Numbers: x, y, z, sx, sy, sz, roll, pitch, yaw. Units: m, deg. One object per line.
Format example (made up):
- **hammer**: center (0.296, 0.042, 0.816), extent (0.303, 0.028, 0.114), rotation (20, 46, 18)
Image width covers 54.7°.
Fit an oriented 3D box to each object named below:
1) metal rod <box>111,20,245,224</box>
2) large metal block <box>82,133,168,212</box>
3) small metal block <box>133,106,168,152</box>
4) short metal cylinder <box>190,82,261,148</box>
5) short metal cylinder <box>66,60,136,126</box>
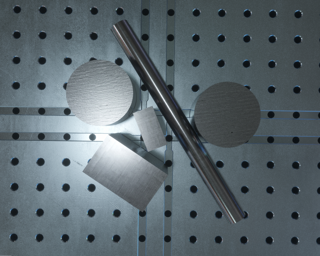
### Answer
- **metal rod**: center (0.024, -0.008, 0.410), extent (0.025, 0.025, 0.299), rotation (-31, 90, 0)
- **large metal block**: center (-0.038, 0.050, 0.381), extent (0.080, 0.080, 0.050), rotation (34, 91, 0)
- **small metal block**: center (-0.012, 0.001, 0.397), extent (0.025, 0.050, 0.050), rotation (-21, 90, 0)
- **short metal cylinder**: center (0.081, -0.016, 0.398), extent (0.081, 0.050, 0.079), rotation (0, 90, 0)
- **short metal cylinder**: center (-0.073, -0.042, 0.396), extent (0.081, 0.050, 0.079), rotation (0, 90, 0)
